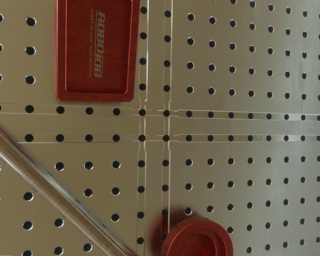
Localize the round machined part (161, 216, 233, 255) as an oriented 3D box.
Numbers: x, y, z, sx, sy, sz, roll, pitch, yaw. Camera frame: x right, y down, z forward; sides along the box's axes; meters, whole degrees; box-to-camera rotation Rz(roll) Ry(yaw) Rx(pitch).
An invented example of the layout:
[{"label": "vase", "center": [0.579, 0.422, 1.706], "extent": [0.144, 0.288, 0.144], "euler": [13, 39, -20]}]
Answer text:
[{"label": "round machined part", "center": [0.047, 0.169, 0.422], "extent": [0.099, 0.042, 0.097], "euler": [0, 90, -21]}]

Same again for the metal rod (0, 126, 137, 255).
[{"label": "metal rod", "center": [-0.113, 0.091, 0.371], "extent": [0.025, 0.025, 0.300], "euler": [-45, 104, -15]}]

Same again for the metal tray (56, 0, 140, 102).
[{"label": "metal tray", "center": [-0.074, -0.097, 0.364], "extent": [0.091, 0.030, 0.129], "euler": [-1, 106, -21]}]

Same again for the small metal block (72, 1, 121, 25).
[{"label": "small metal block", "center": [-0.075, -0.160, 0.385], "extent": [0.050, 0.025, 0.050], "euler": [35, 79, -17]}]
